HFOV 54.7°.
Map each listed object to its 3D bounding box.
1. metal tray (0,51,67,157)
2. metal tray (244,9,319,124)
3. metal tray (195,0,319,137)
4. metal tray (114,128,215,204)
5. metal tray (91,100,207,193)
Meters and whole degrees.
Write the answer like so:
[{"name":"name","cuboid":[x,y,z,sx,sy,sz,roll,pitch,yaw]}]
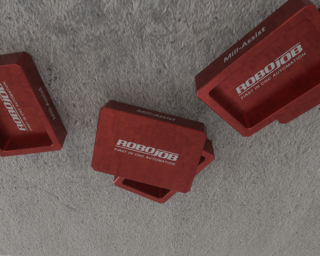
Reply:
[{"name":"metal tray","cuboid":[-0.182,-0.023,0.381,0.090,0.030,0.129,-7,130,5]},{"name":"metal tray","cuboid":[0.168,-0.070,0.346,0.130,0.030,0.090,-36,122,26]},{"name":"metal tray","cuboid":[0.112,-0.055,0.317,0.090,0.030,0.130,37,121,-27]},{"name":"metal tray","cuboid":[0.003,0.052,0.447,0.090,0.030,0.129,27,125,-22]},{"name":"metal tray","cuboid":[-0.015,0.024,0.394,0.131,0.030,0.089,14,113,1]}]
